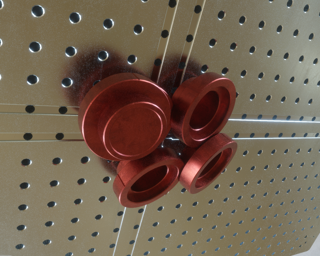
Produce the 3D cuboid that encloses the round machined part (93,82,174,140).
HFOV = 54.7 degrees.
[{"bbox_3d":[-0.036,-0.016,0.371,0.099,0.042,0.097,-14,125,-21],"label":"round machined part"}]

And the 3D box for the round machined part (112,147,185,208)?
[{"bbox_3d":[-0.019,0.060,0.417,0.099,0.042,0.097,-24,144,-18],"label":"round machined part"}]

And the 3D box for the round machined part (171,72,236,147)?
[{"bbox_3d":[0.050,-0.027,0.401,0.099,0.042,0.097,-28,136,-30],"label":"round machined part"}]

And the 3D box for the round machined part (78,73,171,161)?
[{"bbox_3d":[-0.032,-0.005,0.326,0.099,0.042,0.097,-14,125,-21],"label":"round machined part"}]

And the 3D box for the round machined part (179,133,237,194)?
[{"bbox_3d":[0.063,0.045,0.449,0.099,0.042,0.097,-35,150,-24],"label":"round machined part"}]
